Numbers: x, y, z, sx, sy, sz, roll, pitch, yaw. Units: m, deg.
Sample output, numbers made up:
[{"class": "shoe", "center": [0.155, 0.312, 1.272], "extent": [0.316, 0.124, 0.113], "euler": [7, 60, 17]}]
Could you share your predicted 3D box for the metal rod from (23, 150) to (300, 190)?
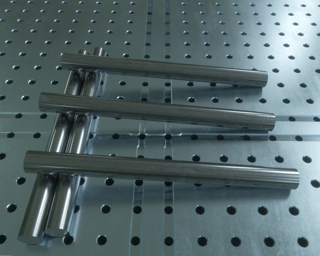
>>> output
[{"class": "metal rod", "center": [0.007, 0.048, 0.349], "extent": [0.302, 0.025, 0.025], "euler": [4, 50, -5]}]

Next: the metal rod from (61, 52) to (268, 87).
[{"class": "metal rod", "center": [0.010, -0.086, 0.461], "extent": [0.302, 0.025, 0.025], "euler": [4, 50, -5]}]

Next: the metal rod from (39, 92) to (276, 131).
[{"class": "metal rod", "center": [0.000, -0.021, 0.405], "extent": [0.302, 0.025, 0.025], "euler": [5, 50, -4]}]

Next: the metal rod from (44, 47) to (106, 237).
[{"class": "metal rod", "center": [-0.103, -0.008, 0.412], "extent": [0.025, 0.025, 0.300], "euler": [1, 50, 0]}]

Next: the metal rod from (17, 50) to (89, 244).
[{"class": "metal rod", "center": [-0.128, -0.002, 0.407], "extent": [0.025, 0.025, 0.300], "euler": [1, 50, 0]}]
